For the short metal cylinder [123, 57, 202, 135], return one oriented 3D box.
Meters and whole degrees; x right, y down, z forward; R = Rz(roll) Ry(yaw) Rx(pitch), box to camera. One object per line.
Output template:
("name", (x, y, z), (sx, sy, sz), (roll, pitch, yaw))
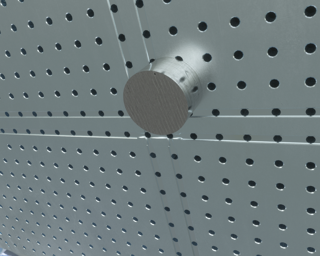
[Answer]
("short metal cylinder", (0.004, -0.038, 0.368), (0.080, 0.050, 0.079), (13, 124, 20))
